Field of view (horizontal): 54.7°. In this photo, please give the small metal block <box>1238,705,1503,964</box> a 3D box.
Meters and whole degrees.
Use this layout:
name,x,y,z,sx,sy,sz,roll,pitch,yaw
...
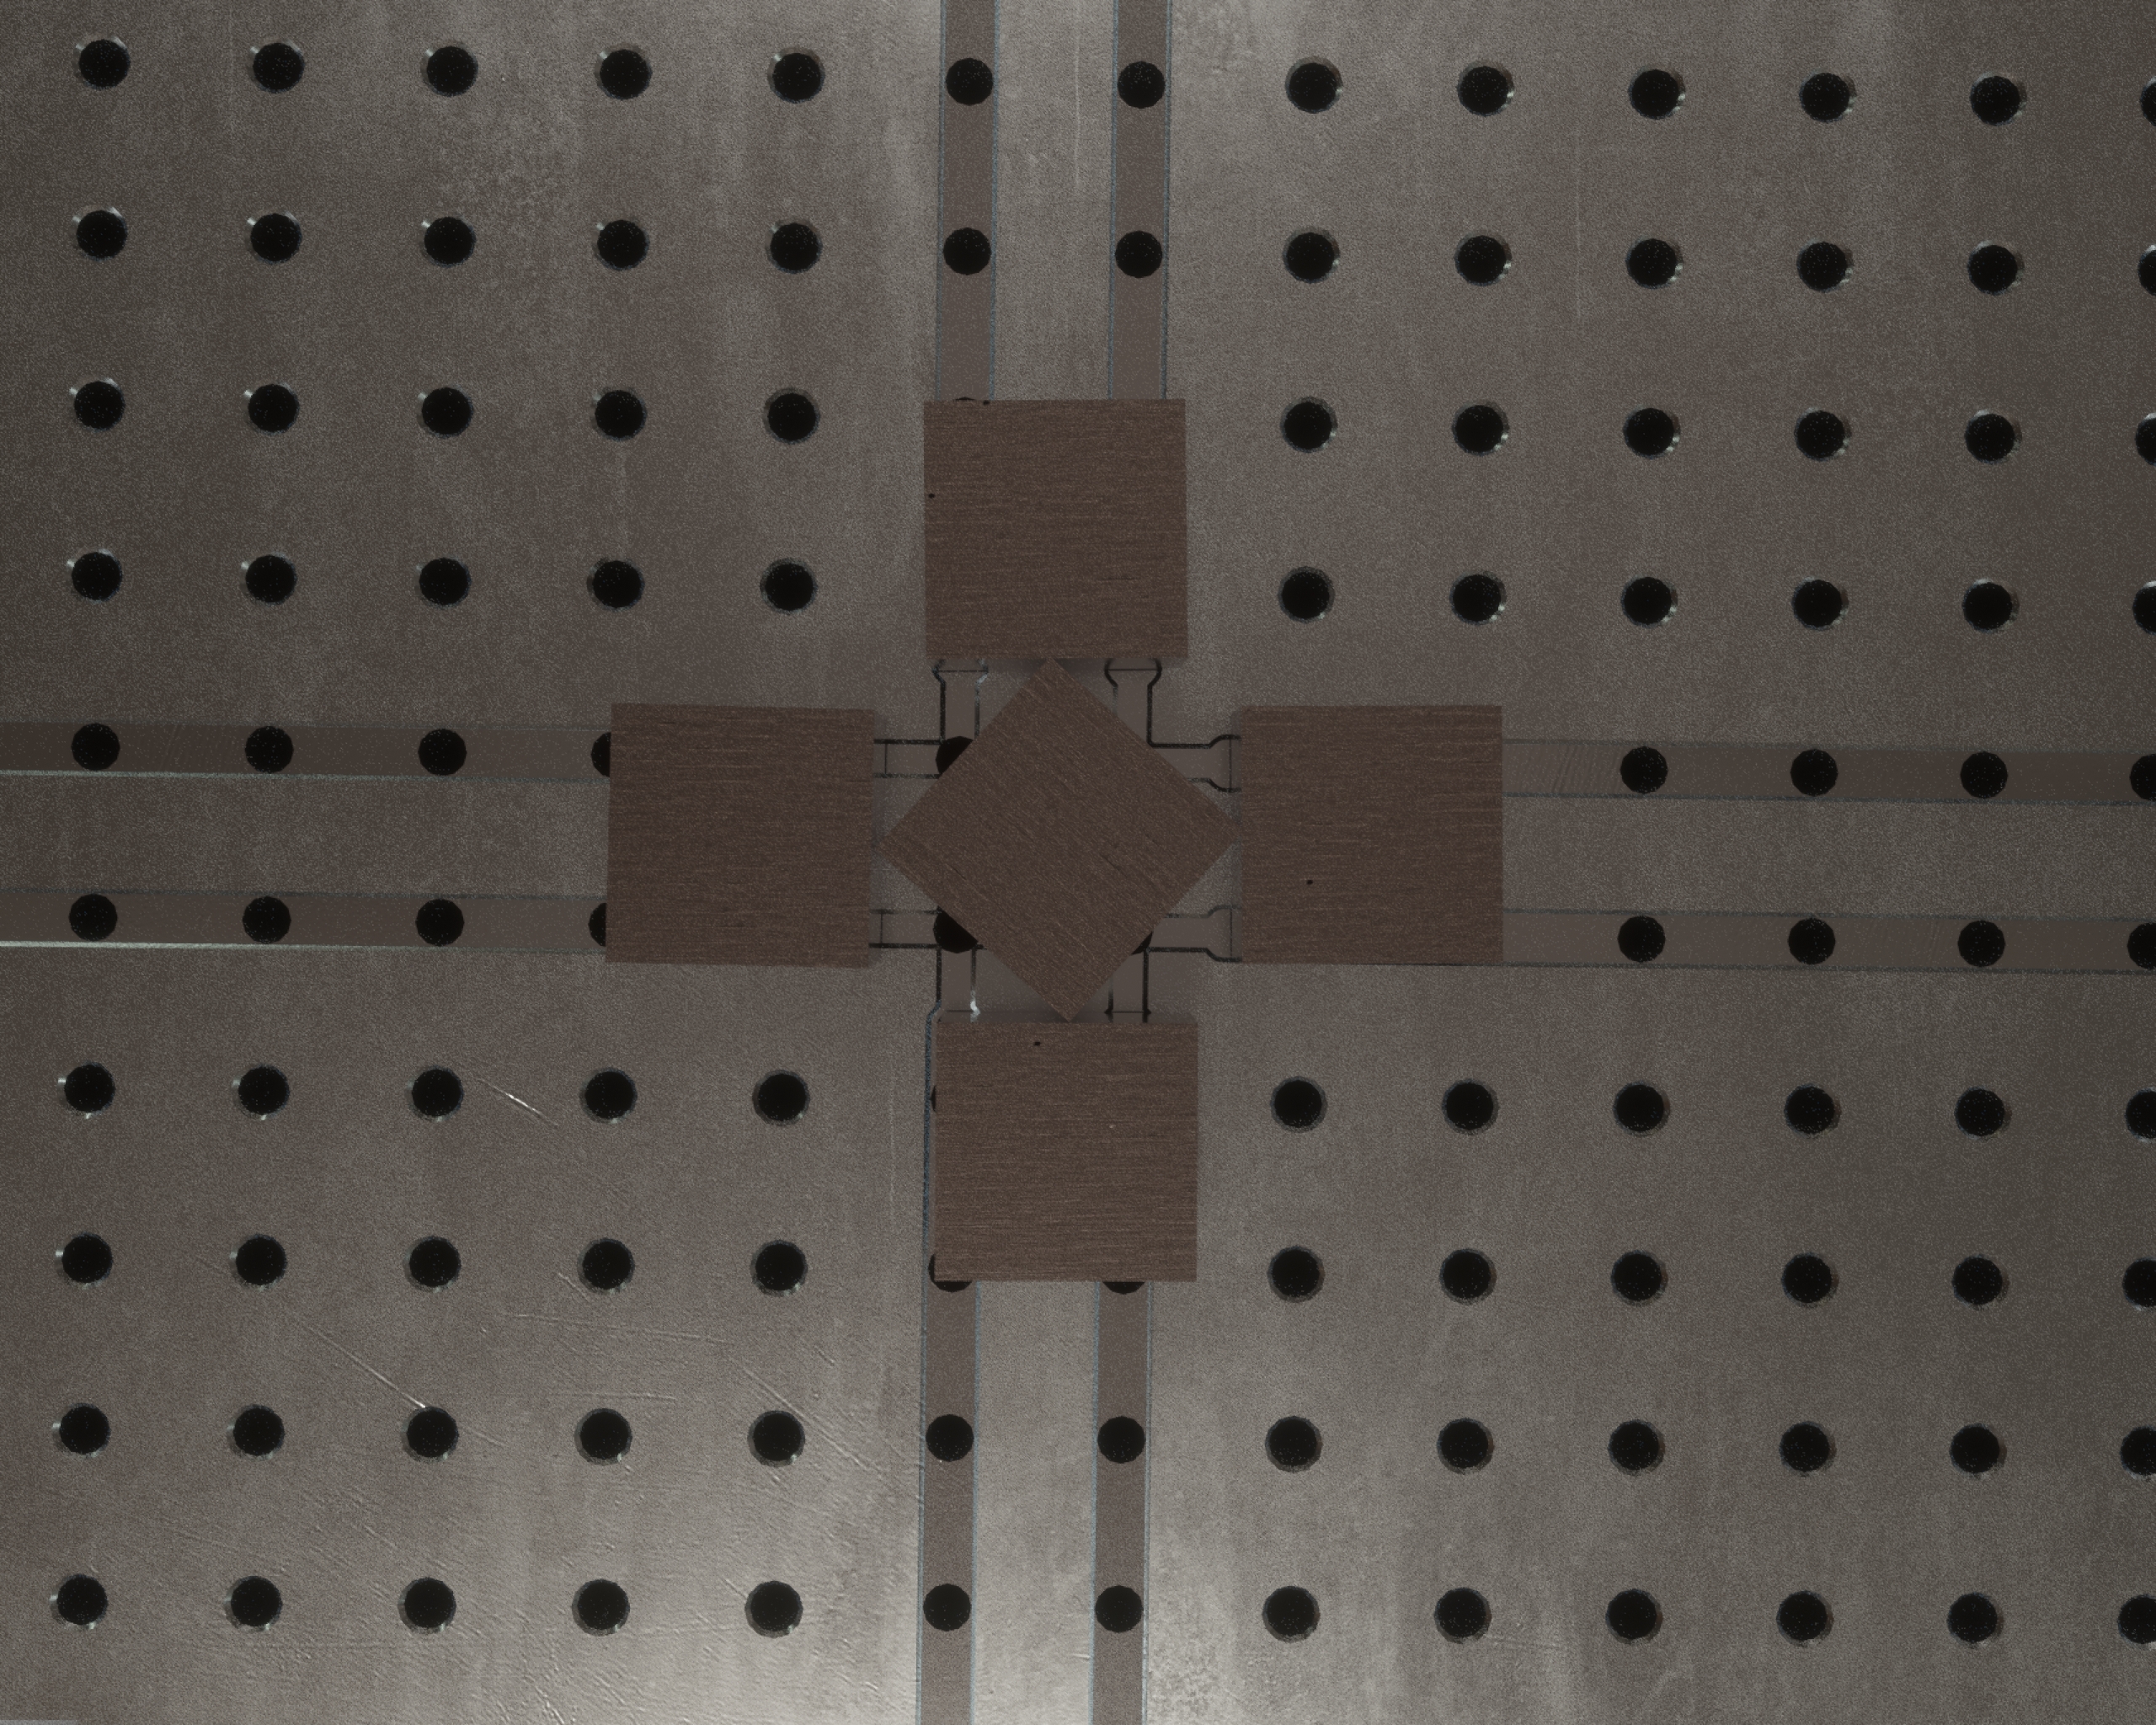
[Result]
name,x,y,z,sx,sy,sz,roll,pitch,yaw
small metal block,0.057,-0.005,0.414,0.050,0.025,0.050,0,90,-1

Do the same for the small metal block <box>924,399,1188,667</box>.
name,x,y,z,sx,sy,sz,roll,pitch,yaw
small metal block,-0.004,-0.064,0.413,0.050,0.025,0.050,-1,90,-1

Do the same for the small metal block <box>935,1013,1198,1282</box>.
name,x,y,z,sx,sy,sz,roll,pitch,yaw
small metal block,-0.002,0.056,0.413,0.050,0.025,0.050,0,90,-1

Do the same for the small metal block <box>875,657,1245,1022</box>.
name,x,y,z,sx,sy,sz,roll,pitch,yaw
small metal block,-0.004,-0.005,0.413,0.050,0.025,0.050,42,90,-1

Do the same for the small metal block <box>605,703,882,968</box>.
name,x,y,z,sx,sy,sz,roll,pitch,yaw
small metal block,-0.065,-0.005,0.412,0.050,0.025,0.050,1,90,-1
